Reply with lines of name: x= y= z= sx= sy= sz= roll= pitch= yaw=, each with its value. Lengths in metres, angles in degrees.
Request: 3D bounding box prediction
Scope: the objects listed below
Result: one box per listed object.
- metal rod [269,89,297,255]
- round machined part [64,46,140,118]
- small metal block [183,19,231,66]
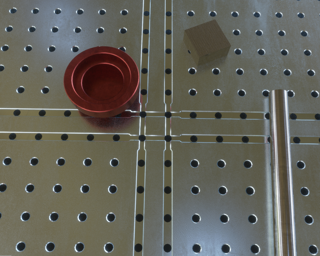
metal rod: x=0.151 y=0.092 z=0.380 sx=0.025 sy=0.025 sz=0.299 roll=5 pitch=70 yaw=1
round machined part: x=-0.076 y=-0.059 z=0.423 sx=0.099 sy=0.042 sz=0.098 roll=0 pitch=70 yaw=-1
small metal block: x=0.069 y=-0.126 z=0.459 sx=0.050 sy=0.025 sz=0.050 roll=-22 pitch=72 yaw=-8
